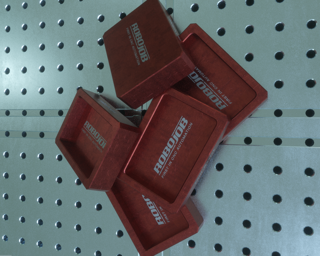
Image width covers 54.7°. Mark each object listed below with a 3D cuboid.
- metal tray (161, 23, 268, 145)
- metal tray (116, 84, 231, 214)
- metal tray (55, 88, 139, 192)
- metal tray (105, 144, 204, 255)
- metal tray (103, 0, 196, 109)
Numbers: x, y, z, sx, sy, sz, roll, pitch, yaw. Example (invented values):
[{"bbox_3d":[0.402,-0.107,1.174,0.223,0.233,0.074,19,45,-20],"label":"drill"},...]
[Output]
[{"bbox_3d":[0.057,-0.054,0.389,0.090,0.030,0.130,-45,77,14],"label":"metal tray"},{"bbox_3d":[0.014,0.024,0.372,0.090,0.030,0.129,30,99,17],"label":"metal tray"},{"bbox_3d":[-0.088,0.011,0.407,0.130,0.030,0.090,37,103,47],"label":"metal tray"},{"bbox_3d":[-0.014,0.095,0.414,0.090,0.030,0.130,-34,79,16],"label":"metal tray"},{"bbox_3d":[-0.019,-0.096,0.384,0.090,0.030,0.130,-32,50,16],"label":"metal tray"}]
